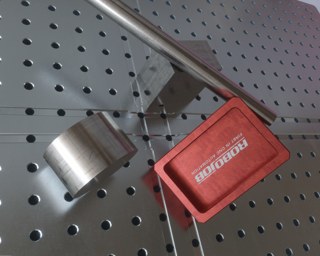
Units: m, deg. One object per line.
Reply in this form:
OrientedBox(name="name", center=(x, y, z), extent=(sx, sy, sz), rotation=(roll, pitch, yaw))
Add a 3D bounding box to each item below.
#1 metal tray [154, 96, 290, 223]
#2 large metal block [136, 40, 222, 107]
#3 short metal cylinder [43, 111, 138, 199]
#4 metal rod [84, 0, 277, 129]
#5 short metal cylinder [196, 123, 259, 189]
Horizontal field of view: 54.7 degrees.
OrientedBox(name="metal tray", center=(0.069, 0.037, 0.363), extent=(0.090, 0.130, 0.030), rotation=(50, 13, 6))
OrientedBox(name="large metal block", center=(0.025, -0.076, 0.434), extent=(0.081, 0.080, 0.050), rotation=(-11, 68, -33))
OrientedBox(name="short metal cylinder", center=(-0.070, 0.028, 0.319), extent=(0.081, 0.080, 0.050), rotation=(-33, 81, -38))
OrientedBox(name="metal rod", center=(0.014, -0.093, 0.371), extent=(0.301, 0.025, 0.025), rotation=(34, 51, -6))
OrientedBox(name="short metal cylinder", center=(0.093, 0.037, 0.422), extent=(0.081, 0.050, 0.080), rotation=(14, 56, -21))
